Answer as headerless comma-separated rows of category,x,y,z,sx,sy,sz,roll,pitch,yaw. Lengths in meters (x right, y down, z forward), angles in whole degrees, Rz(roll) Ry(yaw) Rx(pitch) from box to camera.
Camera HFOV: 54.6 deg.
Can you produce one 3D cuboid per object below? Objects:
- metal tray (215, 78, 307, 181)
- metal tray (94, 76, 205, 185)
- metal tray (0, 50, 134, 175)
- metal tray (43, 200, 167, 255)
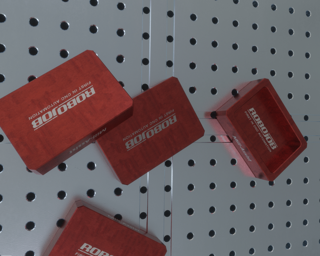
metal tray,0.154,0.003,0.466,0.090,0.030,0.130,-39,103,-16
metal tray,-0.016,0.002,0.404,0.131,0.030,0.090,-31,100,-17
metal tray,-0.107,-0.020,0.351,0.131,0.030,0.090,-35,77,-16
metal tray,-0.068,0.159,0.385,0.130,0.030,0.090,32,79,-17
